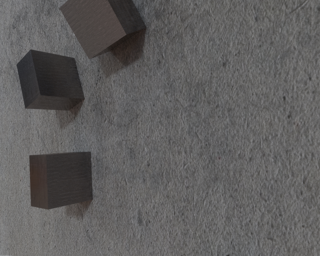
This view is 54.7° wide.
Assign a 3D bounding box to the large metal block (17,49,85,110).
[{"bbox_3d":[-0.183,-0.077,0.521,0.050,0.081,0.080,-27,73,37],"label":"large metal block"}]

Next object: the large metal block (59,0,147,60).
[{"bbox_3d":[-0.080,-0.155,0.435,0.080,0.050,0.080,-20,104,38],"label":"large metal block"}]

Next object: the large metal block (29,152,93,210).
[{"bbox_3d":[-0.158,0.081,0.500,0.050,0.081,0.080,-5,87,40],"label":"large metal block"}]
